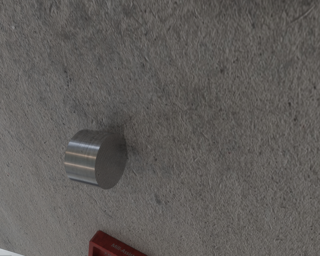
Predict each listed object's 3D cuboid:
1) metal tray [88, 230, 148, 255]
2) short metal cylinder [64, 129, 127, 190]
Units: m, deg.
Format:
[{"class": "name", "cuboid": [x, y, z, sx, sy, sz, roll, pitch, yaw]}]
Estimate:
[{"class": "metal tray", "cuboid": [-0.078, 0.266, 0.608, 0.130, 0.030, 0.089, 23, 127, 14]}, {"class": "short metal cylinder", "cuboid": [-0.090, 0.044, 0.446, 0.050, 0.080, 0.079, 8, 122, 24]}]
